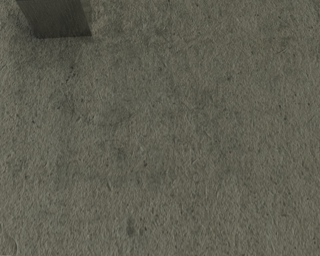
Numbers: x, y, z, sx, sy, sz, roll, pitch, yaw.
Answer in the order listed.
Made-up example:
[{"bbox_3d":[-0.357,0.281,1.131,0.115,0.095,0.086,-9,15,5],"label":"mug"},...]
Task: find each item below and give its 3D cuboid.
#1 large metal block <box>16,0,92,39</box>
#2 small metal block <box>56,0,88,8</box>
[{"bbox_3d":[-0.145,-0.175,0.442,0.081,0.080,0.050,-4,70,-2],"label":"large metal block"},{"bbox_3d":[-0.136,-0.224,0.489,0.050,0.025,0.050,18,71,6],"label":"small metal block"}]
